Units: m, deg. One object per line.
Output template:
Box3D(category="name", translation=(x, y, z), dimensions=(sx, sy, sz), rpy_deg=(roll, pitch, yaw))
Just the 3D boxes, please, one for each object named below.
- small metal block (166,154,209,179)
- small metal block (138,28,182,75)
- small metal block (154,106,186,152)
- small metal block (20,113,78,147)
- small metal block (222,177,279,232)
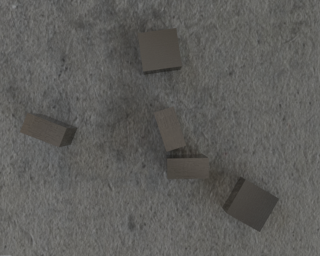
Box3D(category="small metal block", translation=(0.034, 0.049, 0.398), dimensions=(0.050, 0.050, 0.025), rpy_deg=(-1, 90, -1))
Box3D(category="small metal block", translation=(0.000, -0.101, 0.410), dimensions=(0.050, 0.025, 0.050), rpy_deg=(-8, 90, -1))
Box3D(category="small metal block", translation=(0.012, 0.001, 0.398), dimensions=(0.025, 0.050, 0.050), rpy_deg=(-18, 90, 0))
Box3D(category="small metal block", translation=(-0.140, 0.002, 0.396), dimensions=(0.050, 0.050, 0.025), rpy_deg=(21, 90, -1))
Box3D(category="small metal block", translation=(0.120, 0.100, 0.412), dimensions=(0.050, 0.025, 0.050), rpy_deg=(30, 90, -1))
